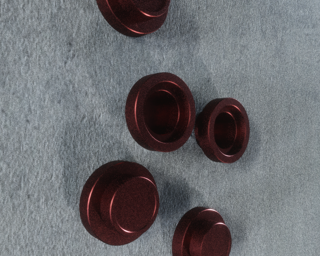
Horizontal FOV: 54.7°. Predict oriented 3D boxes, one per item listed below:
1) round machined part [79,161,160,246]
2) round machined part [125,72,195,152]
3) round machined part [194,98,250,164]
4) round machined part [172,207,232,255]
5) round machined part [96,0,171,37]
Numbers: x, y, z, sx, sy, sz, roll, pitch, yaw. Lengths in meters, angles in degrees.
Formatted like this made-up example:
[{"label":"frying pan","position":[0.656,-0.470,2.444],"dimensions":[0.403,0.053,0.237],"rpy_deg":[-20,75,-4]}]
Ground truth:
[{"label":"round machined part","position":[-0.039,0.088,0.363],"dimensions":[0.099,0.042,0.097],"rpy_deg":[0,90,-40]},{"label":"round machined part","position":[-0.004,-0.019,0.392],"dimensions":[0.099,0.042,0.097],"rpy_deg":[0,90,-40]},{"label":"round machined part","position":[0.091,0.004,0.473],"dimensions":[0.099,0.042,0.097],"rpy_deg":[0,90,-40]},{"label":"round machined part","position":[0.068,0.169,0.453],"dimensions":[0.099,0.042,0.097],"rpy_deg":[0,90,-40]},{"label":"round machined part","position":[-0.025,-0.163,0.374],"dimensions":[0.099,0.042,0.097],"rpy_deg":[0,90,-40]}]
